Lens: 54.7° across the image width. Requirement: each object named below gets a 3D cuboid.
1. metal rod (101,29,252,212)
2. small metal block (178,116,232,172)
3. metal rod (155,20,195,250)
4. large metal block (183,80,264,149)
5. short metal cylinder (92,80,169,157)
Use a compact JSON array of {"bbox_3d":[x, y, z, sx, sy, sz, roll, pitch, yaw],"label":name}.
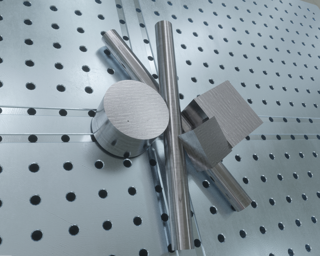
[{"bbox_3d":[0.018,-0.015,0.423,0.025,0.025,0.300,-32,80,-38],"label":"metal rod"},{"bbox_3d":[0.057,0.019,0.382,0.050,0.025,0.050,-30,93,-46],"label":"small metal block"},{"bbox_3d":[0.015,-0.007,0.391,0.025,0.025,0.299,6,67,-25],"label":"metal rod"},{"bbox_3d":[0.085,-0.011,0.439,0.081,0.050,0.080,-31,79,-38],"label":"large metal block"},{"bbox_3d":[-0.036,-0.011,0.375,0.081,0.050,0.080,14,56,-21],"label":"short metal cylinder"}]
